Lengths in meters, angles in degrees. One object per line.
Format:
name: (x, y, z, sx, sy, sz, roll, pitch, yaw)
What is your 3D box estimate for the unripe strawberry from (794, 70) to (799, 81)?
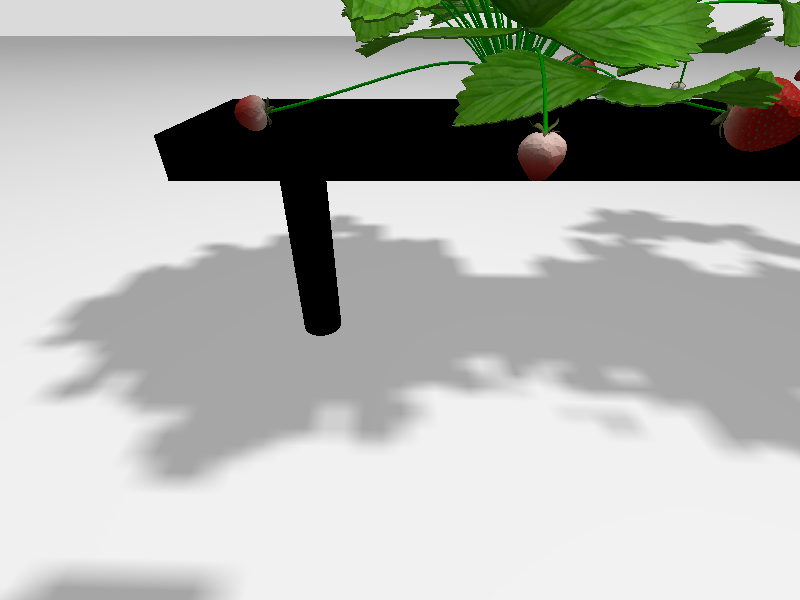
unripe strawberry: (0.471, -0.262, 0.463, 0.023, 0.020, 0.021, -12, 1, -17)

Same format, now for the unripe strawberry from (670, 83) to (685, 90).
unripe strawberry: (0.254, -0.192, 0.367, 0.011, 0.012, 0.011, -12, 36, -17)

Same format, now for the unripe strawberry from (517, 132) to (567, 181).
unripe strawberry: (0.063, -0.064, 0.179, 0.021, 0.021, 0.018, 5, 32, 8)

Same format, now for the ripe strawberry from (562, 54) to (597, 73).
ripe strawberry: (0.176, -0.224, 0.395, 0.037, 0.033, 0.034, 25, 41, 32)

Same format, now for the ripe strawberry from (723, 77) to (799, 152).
ripe strawberry: (0.200, -0.099, 0.217, 0.035, 0.037, 0.037, -28, 44, -35)

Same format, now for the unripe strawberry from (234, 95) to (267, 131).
unripe strawberry: (-0.095, -0.119, 0.255, 0.020, 0.021, 0.018, -13, 37, -17)
